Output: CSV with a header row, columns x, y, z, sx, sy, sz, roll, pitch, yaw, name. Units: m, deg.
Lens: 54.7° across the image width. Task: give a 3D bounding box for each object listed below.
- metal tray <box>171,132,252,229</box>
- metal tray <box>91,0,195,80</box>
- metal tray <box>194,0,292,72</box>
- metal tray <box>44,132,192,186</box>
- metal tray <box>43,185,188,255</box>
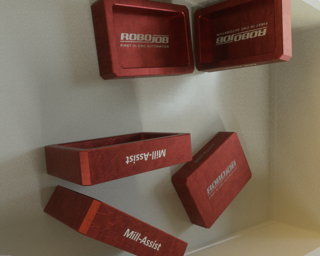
x,y,z,sx,sy,sz,roll,pitch,yaw,name
0.084,0.075,0.474,0.131,0.030,0.090,-38,114,-33,metal tray
-0.016,-0.110,0.389,0.131,0.030,0.089,-11,97,-39,metal tray
0.109,-0.130,0.427,0.030,0.130,0.089,-5,94,-48,metal tray
-0.041,0.027,0.329,0.131,0.090,0.030,-8,95,-40,metal tray
-0.045,0.105,0.326,0.130,0.090,0.030,37,67,-34,metal tray
